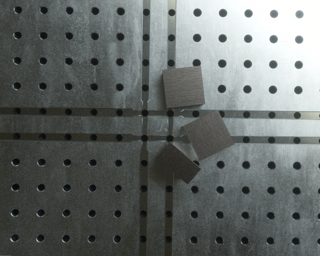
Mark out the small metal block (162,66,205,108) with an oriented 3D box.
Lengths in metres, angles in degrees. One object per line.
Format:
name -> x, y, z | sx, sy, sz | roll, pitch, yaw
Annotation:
small metal block -> 0.031, -0.053, 0.414 | 0.050, 0.025, 0.050 | -6, 90, 0

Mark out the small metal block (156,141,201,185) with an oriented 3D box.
small metal block -> 0.023, 0.043, 0.401 | 0.050, 0.050, 0.025 | 41, 90, 0

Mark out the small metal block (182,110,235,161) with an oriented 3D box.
small metal block -> 0.063, 0.009, 0.414 | 0.050, 0.025, 0.050 | -26, 90, 0
